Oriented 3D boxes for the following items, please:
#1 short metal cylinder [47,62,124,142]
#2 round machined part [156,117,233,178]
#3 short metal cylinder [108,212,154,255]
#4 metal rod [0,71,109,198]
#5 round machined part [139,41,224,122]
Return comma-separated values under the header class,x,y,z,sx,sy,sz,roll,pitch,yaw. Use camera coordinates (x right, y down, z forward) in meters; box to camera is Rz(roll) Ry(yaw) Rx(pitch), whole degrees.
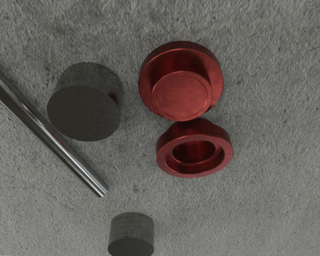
class,x,y,z,sx,sy,sz,roll,pitch,yaw
short metal cylinder,-0.085,-0.030,0.364,0.081,0.050,0.079,0,130,0
round machined part,0.043,0.023,0.410,0.099,0.042,0.097,-2,140,-2
short metal cylinder,-0.051,0.196,0.557,0.081,0.050,0.079,0,130,0
metal rod,-0.158,-0.002,0.402,0.025,0.025,0.299,-21,128,16
round machined part,0.024,-0.046,0.357,0.099,0.042,0.097,0,130,0
